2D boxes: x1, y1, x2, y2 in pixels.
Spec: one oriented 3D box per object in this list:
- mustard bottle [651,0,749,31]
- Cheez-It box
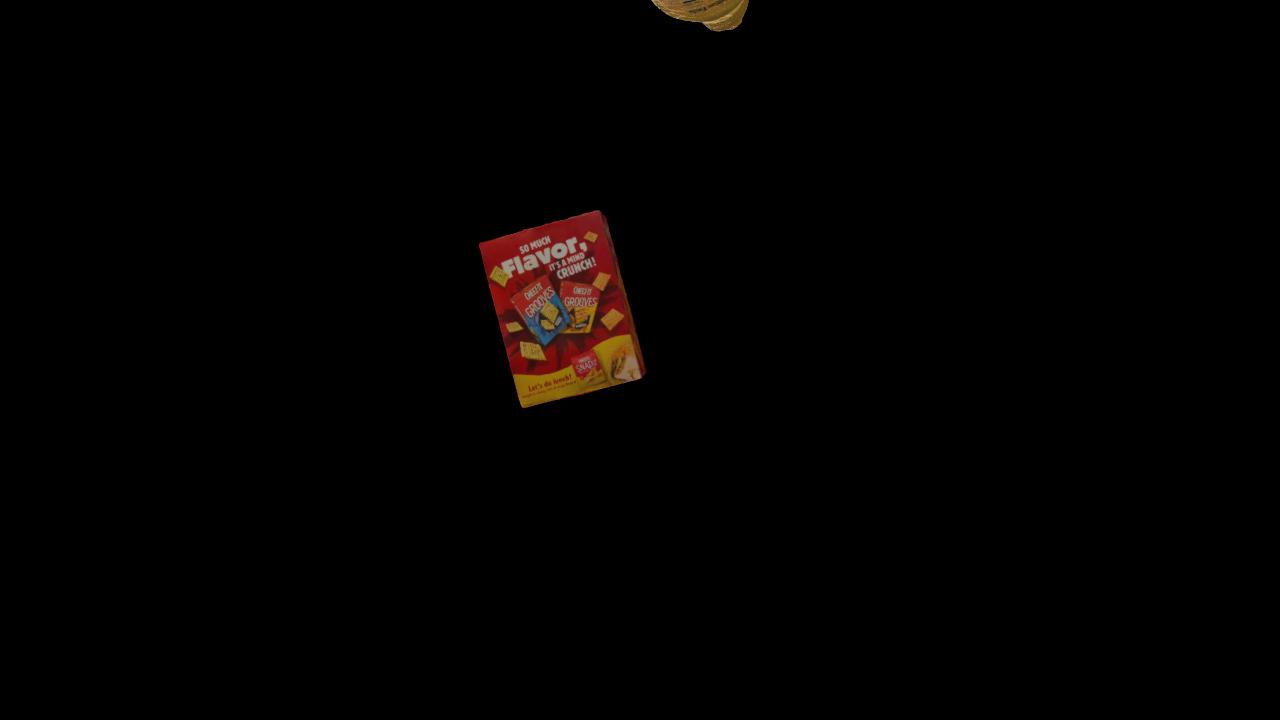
[{"bbox_3d":[0.039,-0.290,0.439,0.092,0.054,0.184,-16,-8,25],"label":"mustard bottle"},{"bbox_3d":[-0.099,-0.065,0.807,0.166,0.223,0.071,-14,4,6],"label":"Cheez-It box"}]
